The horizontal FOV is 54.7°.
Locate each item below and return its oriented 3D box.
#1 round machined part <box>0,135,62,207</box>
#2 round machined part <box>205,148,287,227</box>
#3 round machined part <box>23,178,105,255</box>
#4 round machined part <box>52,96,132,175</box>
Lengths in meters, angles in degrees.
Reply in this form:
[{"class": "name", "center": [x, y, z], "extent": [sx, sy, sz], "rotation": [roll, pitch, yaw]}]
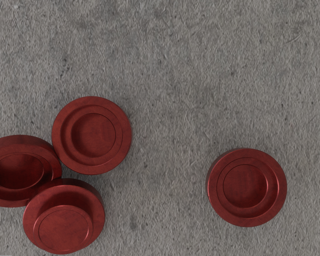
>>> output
[{"class": "round machined part", "center": [-0.175, 0.048, 0.384], "extent": [0.099, 0.042, 0.097], "rotation": [-14, 127, -18]}, {"class": "round machined part", "center": [0.108, 0.074, 0.402], "extent": [0.099, 0.042, 0.097], "rotation": [0, 90, 0]}, {"class": "round machined part", "center": [-0.118, 0.116, 0.385], "extent": [0.099, 0.042, 0.097], "rotation": [-4, 107, -12]}, {"class": "round machined part", "center": [-0.084, 0.009, 0.401], "extent": [0.099, 0.042, 0.097], "rotation": [0, 90, 0]}]
